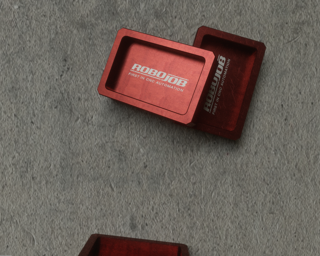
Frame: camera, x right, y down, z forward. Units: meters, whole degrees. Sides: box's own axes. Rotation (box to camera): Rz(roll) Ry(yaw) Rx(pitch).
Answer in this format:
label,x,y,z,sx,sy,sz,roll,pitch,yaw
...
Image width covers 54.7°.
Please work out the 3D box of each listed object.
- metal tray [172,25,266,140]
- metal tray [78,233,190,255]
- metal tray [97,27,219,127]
label,x,y,z,sx,sy,sz,roll,pitch,yaw
metal tray,0.075,-0.057,0.407,0.090,0.030,0.129,16,90,0
metal tray,-0.029,0.166,0.377,0.131,0.090,0.030,7,90,0
metal tray,-0.004,-0.064,0.386,0.130,0.030,0.090,20,91,18
